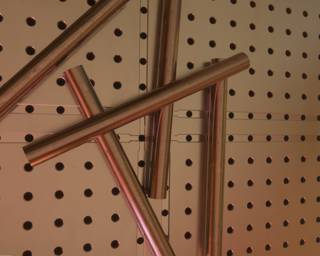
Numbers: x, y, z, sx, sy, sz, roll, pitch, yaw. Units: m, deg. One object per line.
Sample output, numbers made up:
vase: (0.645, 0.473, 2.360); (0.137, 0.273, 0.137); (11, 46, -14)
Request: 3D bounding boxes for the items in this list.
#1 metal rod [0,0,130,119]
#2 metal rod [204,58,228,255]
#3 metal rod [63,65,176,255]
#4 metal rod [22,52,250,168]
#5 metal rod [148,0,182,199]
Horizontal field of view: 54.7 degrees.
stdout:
metal rod: (-0.144, -0.065, 0.359); (0.025, 0.025, 0.301); (46, 75, -15)
metal rod: (0.080, 0.051, 0.443); (0.025, 0.025, 0.298); (2, 89, -20)
metal rod: (-0.043, 0.063, 0.397); (0.025, 0.025, 0.299); (-28, 100, -18)
metal rod: (-0.013, -0.031, 0.380); (0.302, 0.025, 0.025); (-26, 99, -19)
metal rod: (0.008, -0.056, 0.416); (0.025, 0.025, 0.298); (5, 88, -20)
